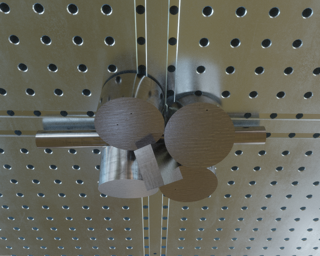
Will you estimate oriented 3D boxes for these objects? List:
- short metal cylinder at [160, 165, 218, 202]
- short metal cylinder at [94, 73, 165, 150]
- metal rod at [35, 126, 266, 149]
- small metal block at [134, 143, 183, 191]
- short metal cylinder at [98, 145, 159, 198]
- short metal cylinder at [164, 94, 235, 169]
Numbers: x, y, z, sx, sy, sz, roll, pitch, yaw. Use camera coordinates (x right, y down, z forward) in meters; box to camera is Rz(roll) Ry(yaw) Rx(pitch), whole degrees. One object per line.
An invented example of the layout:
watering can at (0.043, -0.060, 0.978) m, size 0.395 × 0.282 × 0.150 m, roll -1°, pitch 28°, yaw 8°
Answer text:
short metal cylinder at (0.039, 0.062, 0.443) m, size 0.081 × 0.050 × 0.079 m, roll 0°, pitch 130°, yaw 0°
short metal cylinder at (-0.035, -0.019, 0.374) m, size 0.081 × 0.050 × 0.079 m, roll 0°, pitch 130°, yaw 0°
metal rod at (-0.012, 0.012, 0.417) m, size 0.302 × 0.025 × 0.025 m, roll -1°, pitch 130°, yaw 0°
small metal block at (-0.001, 0.046, 0.383) m, size 0.025 × 0.050 × 0.050 m, roll -25°, pitch 168°, yaw 26°
short metal cylinder at (-0.042, 0.061, 0.426) m, size 0.081 × 0.050 × 0.080 m, roll -1°, pitch 150°, yaw 0°
short metal cylinder at (0.045, 0.002, 0.376) m, size 0.081 × 0.050 × 0.079 m, roll 0°, pitch 107°, yaw 0°
